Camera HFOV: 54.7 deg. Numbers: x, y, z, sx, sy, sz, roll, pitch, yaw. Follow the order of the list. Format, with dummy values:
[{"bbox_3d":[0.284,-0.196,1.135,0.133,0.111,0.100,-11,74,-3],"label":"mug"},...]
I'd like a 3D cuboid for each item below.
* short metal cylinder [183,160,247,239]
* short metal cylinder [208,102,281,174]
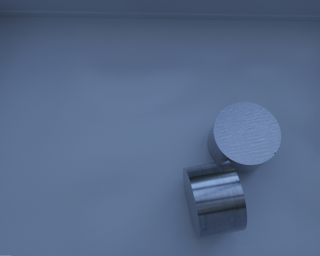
[{"bbox_3d":[0.059,0.080,0.352,0.050,0.080,0.080,-10,71,-4],"label":"short metal cylinder"},{"bbox_3d":[0.104,0.013,0.393,0.081,0.050,0.080,0,70,0],"label":"short metal cylinder"}]
